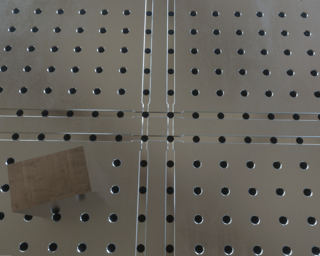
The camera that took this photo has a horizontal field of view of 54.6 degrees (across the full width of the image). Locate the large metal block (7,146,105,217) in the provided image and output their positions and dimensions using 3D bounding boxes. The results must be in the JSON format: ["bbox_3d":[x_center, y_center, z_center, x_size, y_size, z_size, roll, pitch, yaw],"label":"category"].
[{"bbox_3d":[-0.115,0.065,0.358,0.080,0.080,0.050,-14,71,-5],"label":"large metal block"}]
